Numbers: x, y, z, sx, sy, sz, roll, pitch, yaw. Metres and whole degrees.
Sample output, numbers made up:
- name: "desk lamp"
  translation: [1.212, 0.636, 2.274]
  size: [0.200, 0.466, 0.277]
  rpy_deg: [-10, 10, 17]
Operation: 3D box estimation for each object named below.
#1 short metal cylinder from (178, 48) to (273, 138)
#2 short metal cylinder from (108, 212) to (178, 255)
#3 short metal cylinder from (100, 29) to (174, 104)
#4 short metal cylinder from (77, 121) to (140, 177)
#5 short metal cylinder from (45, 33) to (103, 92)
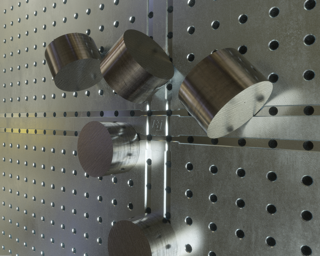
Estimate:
- name: "short metal cylinder"
  translation: [0.066, -0.034, 0.319]
  size: [0.080, 0.081, 0.050]
  rpy_deg: [-51, 60, 28]
- name: "short metal cylinder"
  translation: [-0.024, 0.158, 0.413]
  size: [0.080, 0.050, 0.079]
  rpy_deg: [0, 90, 40]
- name: "short metal cylinder"
  translation: [-0.028, -0.078, 0.397]
  size: [0.050, 0.081, 0.080]
  rpy_deg: [-40, 66, 33]
- name: "short metal cylinder"
  translation: [-0.077, 0.030, 0.456]
  size: [0.080, 0.050, 0.079]
  rpy_deg: [1, 91, 40]
- name: "short metal cylinder"
  translation: [-0.131, -0.100, 0.482]
  size: [0.080, 0.081, 0.050]
  rpy_deg: [-40, 66, 33]
